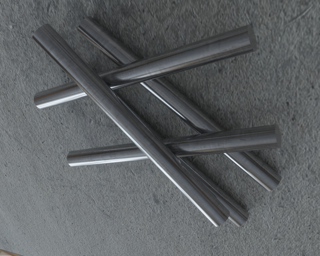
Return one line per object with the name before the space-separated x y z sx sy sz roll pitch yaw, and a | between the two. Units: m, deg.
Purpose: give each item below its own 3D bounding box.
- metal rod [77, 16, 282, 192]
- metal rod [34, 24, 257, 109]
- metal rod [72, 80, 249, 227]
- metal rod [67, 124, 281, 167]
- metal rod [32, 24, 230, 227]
metal rod | 0.023 -0.029 0.376 0.300 0.025 0.025 40 129 0
metal rod | -0.042 -0.060 0.360 0.300 0.025 0.025 -10 114 32
metal rod | 0.001 0.026 0.421 0.300 0.025 0.025 42 129 -1
metal rod | -0.005 0.028 0.395 0.300 0.025 0.025 -9 114 31
metal rod | -0.029 0.001 0.358 0.300 0.025 0.025 46 129 -5
